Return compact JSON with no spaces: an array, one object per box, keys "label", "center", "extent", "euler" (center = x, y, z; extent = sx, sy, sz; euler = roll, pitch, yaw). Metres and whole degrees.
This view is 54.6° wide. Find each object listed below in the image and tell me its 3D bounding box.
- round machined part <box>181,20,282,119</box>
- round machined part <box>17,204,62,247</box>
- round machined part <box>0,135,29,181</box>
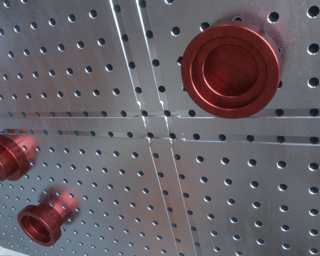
[{"label":"round machined part","center":[0.075,-0.062,0.323],"extent":[0.098,0.042,0.097],"euler":[13,124,21]},{"label":"round machined part","center":[-0.248,0.200,0.656],"extent":[0.098,0.042,0.097],"euler":[13,124,21]},{"label":"round machined part","center":[-0.311,0.065,0.606],"extent":[0.098,0.042,0.097],"euler":[13,124,21]}]
